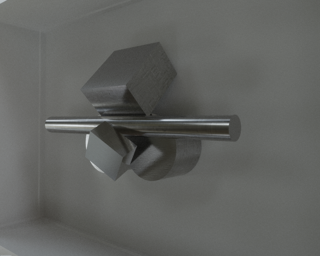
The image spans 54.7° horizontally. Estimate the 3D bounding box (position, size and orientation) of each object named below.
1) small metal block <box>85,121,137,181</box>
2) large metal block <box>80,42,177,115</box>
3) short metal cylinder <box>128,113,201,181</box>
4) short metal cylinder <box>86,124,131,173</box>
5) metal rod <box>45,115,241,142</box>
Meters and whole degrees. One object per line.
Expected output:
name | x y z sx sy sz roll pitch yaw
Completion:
small metal block | -0.060 0.028 0.373 0.050 0.025 0.050 37 136 13
large metal block | -0.038 -0.059 0.391 0.080 0.050 0.080 1 48 39
short metal cylinder | 0.003 0.022 0.385 0.080 0.050 0.079 0 90 39
short metal cylinder | -0.059 0.021 0.435 0.080 0.050 0.079 0 90 39
metal rod | -0.048 -0.003 0.377 0.300 0.025 0.025 1 91 39
